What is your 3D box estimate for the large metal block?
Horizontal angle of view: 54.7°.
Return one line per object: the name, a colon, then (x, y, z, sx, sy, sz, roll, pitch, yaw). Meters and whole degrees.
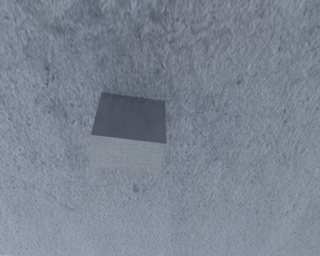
large metal block: (-0.037, 0.005, 0.375, 0.081, 0.080, 0.050, 7, 130, -7)
